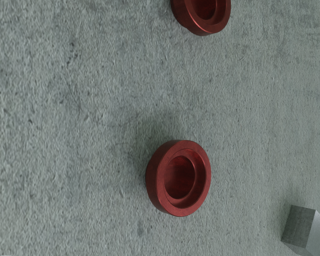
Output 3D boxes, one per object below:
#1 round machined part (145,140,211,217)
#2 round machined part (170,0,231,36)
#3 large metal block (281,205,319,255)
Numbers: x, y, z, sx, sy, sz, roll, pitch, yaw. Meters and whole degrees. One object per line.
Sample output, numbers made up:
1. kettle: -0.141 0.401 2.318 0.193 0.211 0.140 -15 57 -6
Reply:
1. round machined part: 0.020 0.064 0.410 0.099 0.042 0.097 0 90 -40
2. round machined part: 0.053 -0.179 0.437 0.099 0.042 0.097 0 90 -40
3. large metal block: 0.303 0.218 0.643 0.080 0.050 0.080 41 65 -33
